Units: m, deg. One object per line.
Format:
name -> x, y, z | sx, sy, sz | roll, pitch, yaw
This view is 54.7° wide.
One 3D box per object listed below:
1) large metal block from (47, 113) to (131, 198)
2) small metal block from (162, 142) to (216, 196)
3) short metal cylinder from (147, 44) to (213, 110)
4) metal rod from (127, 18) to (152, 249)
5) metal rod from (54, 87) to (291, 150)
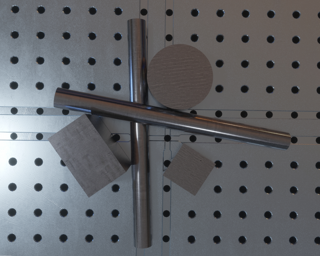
large metal block -> -0.082, 0.030, 0.384 | 0.050, 0.080, 0.080 | -35, 90, 0
small metal block -> 0.038, 0.054, 0.415 | 0.050, 0.025, 0.050 | 33, 90, -1
short metal cylinder -> 0.024, -0.062, 0.401 | 0.081, 0.050, 0.079 | 0, 90, -1
metal rod -> -0.027, 0.007, 0.413 | 0.025, 0.025, 0.298 | -2, 90, -1
metal rod -> 0.022, -0.009, 0.395 | 0.302, 0.025, 0.025 | 11, 90, -8
